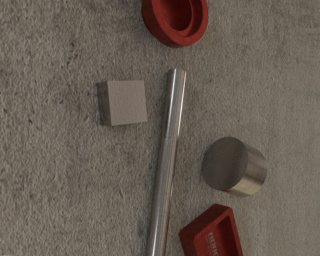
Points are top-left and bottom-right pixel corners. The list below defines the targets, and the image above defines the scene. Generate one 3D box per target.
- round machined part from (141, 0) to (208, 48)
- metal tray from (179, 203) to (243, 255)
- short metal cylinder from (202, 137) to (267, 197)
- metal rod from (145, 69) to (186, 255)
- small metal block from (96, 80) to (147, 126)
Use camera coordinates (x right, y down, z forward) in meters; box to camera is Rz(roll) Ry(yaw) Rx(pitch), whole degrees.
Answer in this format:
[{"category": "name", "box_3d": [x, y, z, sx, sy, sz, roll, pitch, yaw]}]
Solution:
[{"category": "round machined part", "box_3d": [0.015, -0.153, 0.406, 0.099, 0.042, 0.097, 0, 90, -40]}, {"category": "metal tray", "box_3d": [0.085, 0.194, 0.472, 0.091, 0.030, 0.129, -25, 106, -37]}, {"category": "short metal cylinder", "box_3d": [0.110, 0.058, 0.461, 0.050, 0.080, 0.080, 25, 75, -38]}, {"category": "metal rod", "box_3d": [0.005, 0.070, 0.409, 0.025, 0.025, 0.298, 12, 83, -39]}, {"category": "small metal block", "box_3d": [-0.045, -0.030, 0.367, 0.050, 0.025, 0.050, -8, 95, -40]}]
